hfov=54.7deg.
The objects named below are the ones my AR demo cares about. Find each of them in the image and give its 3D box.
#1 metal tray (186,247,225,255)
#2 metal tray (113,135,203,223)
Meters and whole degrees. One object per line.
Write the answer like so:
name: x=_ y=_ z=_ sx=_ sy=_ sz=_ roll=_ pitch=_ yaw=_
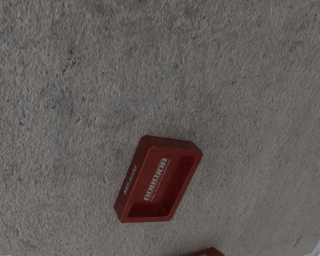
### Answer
metal tray: x=0.063 y=0.287 z=0.587 sx=0.131 sy=0.030 sz=0.089 roll=2 pitch=101 yaw=-39
metal tray: x=-0.003 y=0.077 z=0.449 sx=0.091 sy=0.030 sz=0.129 roll=9 pitch=114 yaw=-33
